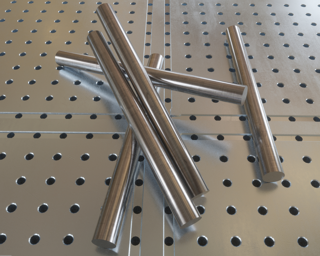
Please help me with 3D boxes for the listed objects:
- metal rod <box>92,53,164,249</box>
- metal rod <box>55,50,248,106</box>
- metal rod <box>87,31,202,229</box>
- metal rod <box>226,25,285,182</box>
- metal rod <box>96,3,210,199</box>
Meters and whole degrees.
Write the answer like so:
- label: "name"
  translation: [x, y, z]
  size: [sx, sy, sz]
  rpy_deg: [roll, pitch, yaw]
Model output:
- label: "metal rod"
  translation: [-0.031, 0.003, 0.404]
  size: [0.025, 0.025, 0.300]
  rpy_deg: [8, 50, 6]
- label: "metal rod"
  translation: [-0.029, -0.077, 0.440]
  size: [0.301, 0.025, 0.025]
  rpy_deg: [16, 51, 24]
- label: "metal rod"
  translation: [-0.032, -0.018, 0.387]
  size: [0.025, 0.025, 0.299]
  rpy_deg: [-20, 60, -16]
- label: "metal rod"
  translation: [0.131, -0.058, 0.457]
  size: [0.025, 0.025, 0.300]
  rpy_deg: [0, 50, -1]
- label: "metal rod"
  translation: [-0.019, -0.049, 0.400]
  size: [0.025, 0.025, 0.299]
  rpy_deg: [-20, 68, -17]
